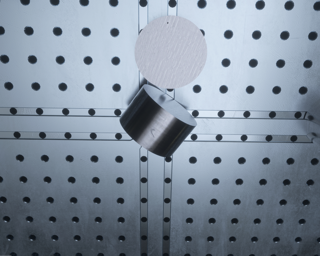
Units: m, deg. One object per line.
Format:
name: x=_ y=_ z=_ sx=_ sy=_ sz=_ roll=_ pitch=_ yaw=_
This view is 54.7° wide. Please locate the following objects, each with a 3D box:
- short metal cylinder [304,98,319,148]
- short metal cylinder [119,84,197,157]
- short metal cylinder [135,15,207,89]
short metal cylinder: x=0.238 y=-0.002 z=0.401 sx=0.081 sy=0.050 sz=0.079 roll=0 pitch=110 yaw=0
short metal cylinder: x=-0.002 y=-0.009 z=0.380 sx=0.080 sy=0.080 sz=0.050 roll=34 pitch=107 yaw=-12
short metal cylinder: x=0.012 y=-0.091 z=0.366 sx=0.081 sy=0.050 sz=0.079 roll=0 pitch=110 yaw=0
